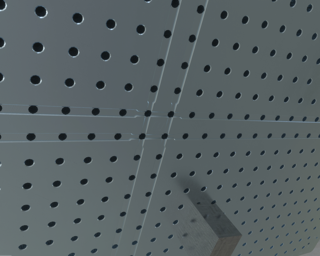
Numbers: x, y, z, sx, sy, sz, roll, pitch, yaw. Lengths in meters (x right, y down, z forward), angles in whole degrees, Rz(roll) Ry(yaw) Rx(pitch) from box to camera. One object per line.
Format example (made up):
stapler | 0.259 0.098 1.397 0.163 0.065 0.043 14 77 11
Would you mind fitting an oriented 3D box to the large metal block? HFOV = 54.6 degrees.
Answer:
large metal block | 0.083 0.188 0.536 0.050 0.080 0.080 6 115 -31
